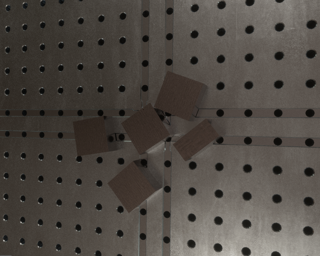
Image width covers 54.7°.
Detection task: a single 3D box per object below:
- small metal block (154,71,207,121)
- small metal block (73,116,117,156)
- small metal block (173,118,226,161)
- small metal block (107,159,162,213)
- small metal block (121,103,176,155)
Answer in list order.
[{"bbox_3d":[0.027,-0.041,0.402,0.050,0.025,0.050,23,97,18],"label":"small metal block"},{"bbox_3d":[-0.093,0.012,0.444,0.050,0.025,0.050,-10,87,19],"label":"small metal block"},{"bbox_3d":[0.050,0.014,0.381,0.050,0.050,0.025,-39,78,15],"label":"small metal block"},{"bbox_3d":[-0.034,0.079,0.424,0.050,0.025,0.050,-42,77,15],"label":"small metal block"},{"bbox_3d":[-0.016,0.001,0.417,0.050,0.025,0.050,-34,79,16],"label":"small metal block"}]
